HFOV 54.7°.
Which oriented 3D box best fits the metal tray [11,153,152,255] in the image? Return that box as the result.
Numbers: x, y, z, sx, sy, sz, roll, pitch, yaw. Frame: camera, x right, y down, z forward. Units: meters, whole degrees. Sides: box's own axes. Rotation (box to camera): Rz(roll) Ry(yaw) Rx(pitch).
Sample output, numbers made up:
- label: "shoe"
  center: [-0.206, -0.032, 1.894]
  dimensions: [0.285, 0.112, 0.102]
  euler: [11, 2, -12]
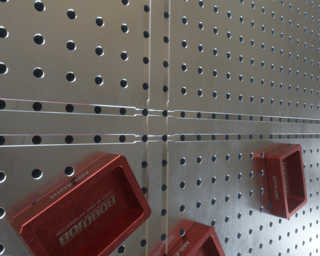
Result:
- label: "metal tray"
  center: [-0.078, 0.098, 0.342]
  dimensions: [0.131, 0.030, 0.090]
  euler: [-36, 113, -34]

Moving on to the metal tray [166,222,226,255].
- label: "metal tray"
  center: [0.042, 0.213, 0.443]
  dimensions: [0.131, 0.030, 0.090]
  euler: [-36, 113, -34]

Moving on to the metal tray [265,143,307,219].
- label: "metal tray"
  center: [0.257, 0.105, 0.625]
  dimensions: [0.091, 0.030, 0.129]
  euler: [-17, 101, -39]
